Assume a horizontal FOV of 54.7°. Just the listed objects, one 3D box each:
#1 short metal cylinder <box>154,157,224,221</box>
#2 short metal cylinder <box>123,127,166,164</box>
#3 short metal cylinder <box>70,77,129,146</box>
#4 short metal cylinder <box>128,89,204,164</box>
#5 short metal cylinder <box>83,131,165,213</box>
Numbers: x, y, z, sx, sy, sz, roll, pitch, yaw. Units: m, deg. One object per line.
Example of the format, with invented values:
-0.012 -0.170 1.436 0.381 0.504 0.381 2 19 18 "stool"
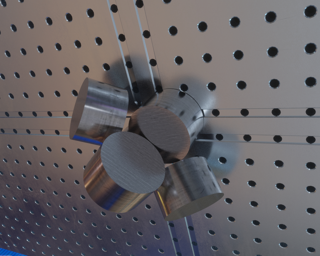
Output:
0.034 0.078 0.396 0.080 0.081 0.050 -47 56 39 "short metal cylinder"
-0.035 0.043 0.438 0.080 0.050 0.079 13 124 20 "short metal cylinder"
-0.079 -0.019 0.395 0.050 0.080 0.080 15 133 -23 "short metal cylinder"
0.008 -0.002 0.387 0.080 0.050 0.079 13 124 20 "short metal cylinder"
-0.041 0.051 0.361 0.080 0.080 0.050 41 129 -1 "short metal cylinder"
